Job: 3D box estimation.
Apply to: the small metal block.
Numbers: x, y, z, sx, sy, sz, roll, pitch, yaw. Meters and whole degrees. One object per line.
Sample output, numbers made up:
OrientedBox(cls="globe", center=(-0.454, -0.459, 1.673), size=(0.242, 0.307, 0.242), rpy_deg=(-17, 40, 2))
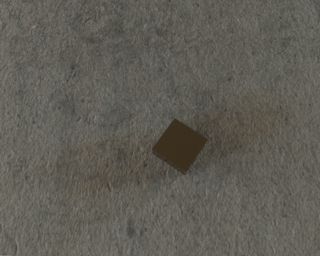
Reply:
OrientedBox(cls="small metal block", center=(0.025, 0.024, 0.400), size=(0.050, 0.025, 0.050), rpy_deg=(33, 73, 11))
